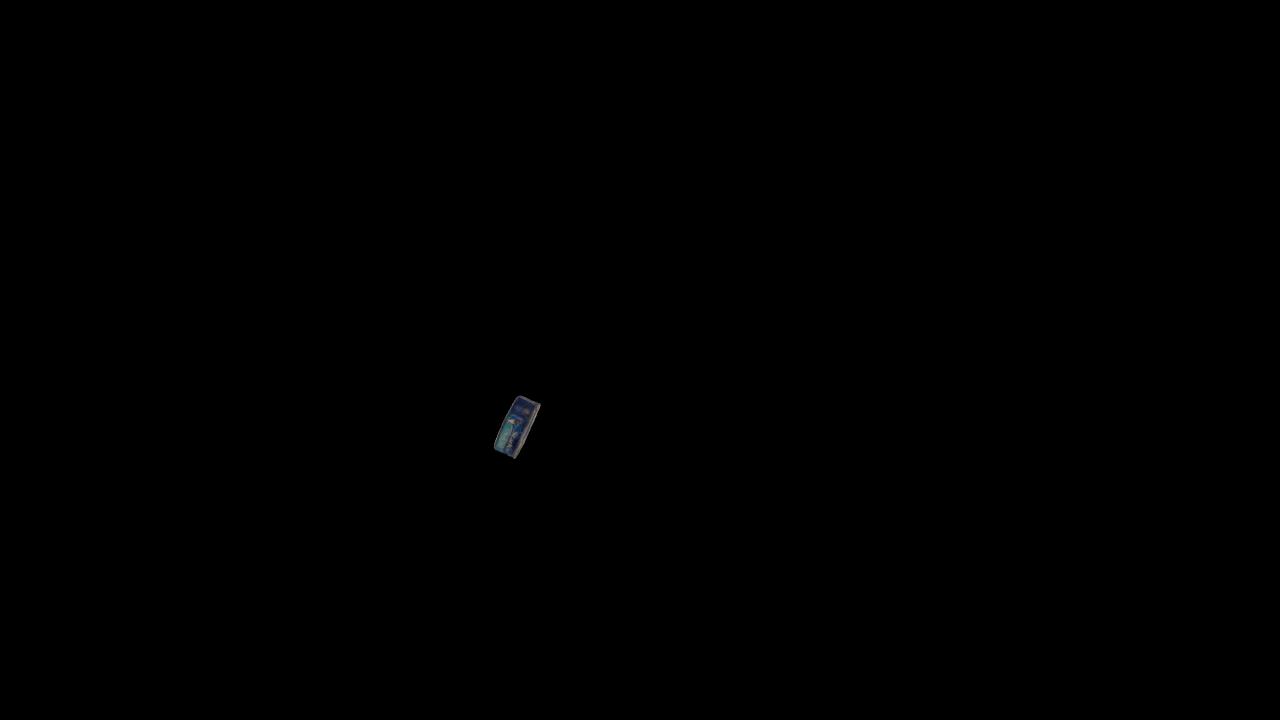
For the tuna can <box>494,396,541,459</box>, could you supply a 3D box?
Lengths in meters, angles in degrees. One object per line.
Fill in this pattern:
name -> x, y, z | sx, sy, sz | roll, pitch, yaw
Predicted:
tuna can -> -0.171, 0.092, 0.856 | 0.034, 0.084, 0.084 | 25, -2, -4
